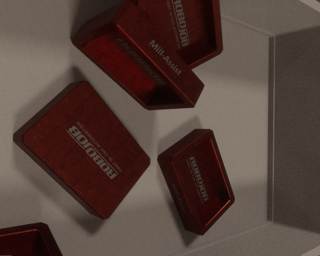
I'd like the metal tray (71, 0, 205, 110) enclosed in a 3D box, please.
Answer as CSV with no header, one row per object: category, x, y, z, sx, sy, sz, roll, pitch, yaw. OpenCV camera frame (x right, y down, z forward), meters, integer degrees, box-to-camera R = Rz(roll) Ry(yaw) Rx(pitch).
metal tray,-0.023,-0.071,0.346,0.130,0.090,0.030,41,65,-33

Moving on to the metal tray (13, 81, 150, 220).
metal tray,-0.078,0.025,0.340,0.090,0.030,0.130,-51,120,-28

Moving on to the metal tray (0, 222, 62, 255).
metal tray,-0.116,0.133,0.241,0.091,0.130,0.030,2,114,-40

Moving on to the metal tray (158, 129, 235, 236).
metal tray,0.057,0.077,0.453,0.091,0.030,0.129,-33,111,-35

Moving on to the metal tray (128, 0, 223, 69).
metal tray,0.023,-0.119,0.356,0.090,0.030,0.130,-29,149,-2
